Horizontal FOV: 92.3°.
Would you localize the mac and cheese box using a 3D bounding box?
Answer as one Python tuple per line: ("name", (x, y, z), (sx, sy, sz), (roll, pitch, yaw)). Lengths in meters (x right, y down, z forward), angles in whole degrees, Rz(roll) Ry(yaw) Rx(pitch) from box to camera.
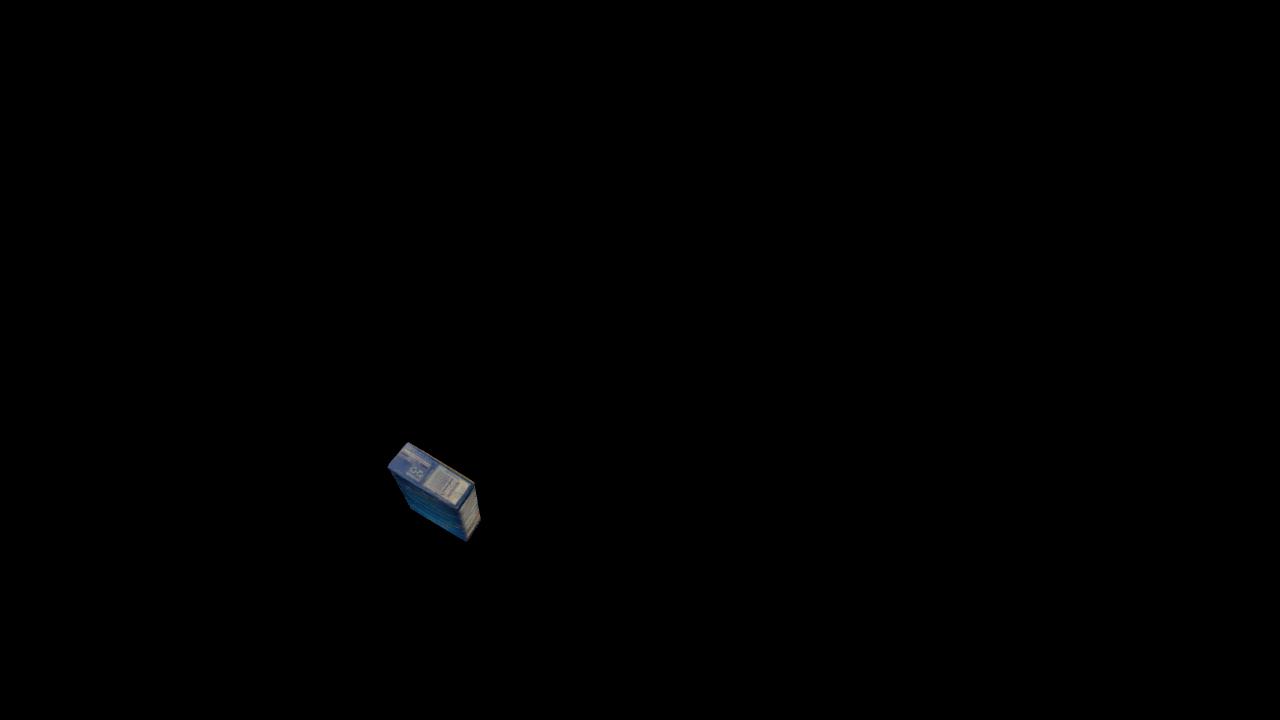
("mac and cheese box", (-0.246, 0.167, 0.753), (0.093, 0.041, 0.184), (29, -29, 3))
